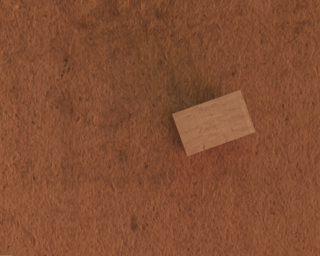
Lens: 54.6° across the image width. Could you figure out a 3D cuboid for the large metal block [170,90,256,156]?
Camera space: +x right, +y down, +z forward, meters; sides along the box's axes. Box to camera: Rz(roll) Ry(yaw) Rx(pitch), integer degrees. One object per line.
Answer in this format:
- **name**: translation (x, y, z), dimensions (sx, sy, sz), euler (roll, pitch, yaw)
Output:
- **large metal block**: translation (0.060, -0.006, 0.383), dimensions (0.080, 0.080, 0.050), euler (-20, 90, 0)
